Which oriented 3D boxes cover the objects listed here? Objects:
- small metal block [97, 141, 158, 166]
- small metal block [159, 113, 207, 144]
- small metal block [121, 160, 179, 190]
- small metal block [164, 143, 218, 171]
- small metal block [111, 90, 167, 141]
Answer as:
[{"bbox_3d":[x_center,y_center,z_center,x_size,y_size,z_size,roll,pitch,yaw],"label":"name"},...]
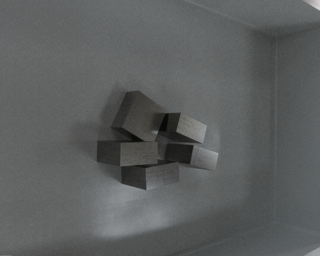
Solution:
[{"bbox_3d":[-0.038,0.028,0.358,0.050,0.050,0.025,1,90,-40],"label":"small metal block"},{"bbox_3d":[0.025,0.001,0.411,0.050,0.050,0.025,24,75,-38],"label":"small metal block"},{"bbox_3d":[-0.012,0.055,0.380,0.050,0.050,0.025,-5,94,-40],"label":"small metal block"},{"bbox_3d":[0.043,0.040,0.426,0.050,0.050,0.025,20,78,-38],"label":"small metal block"},{"bbox_3d":[-0.026,-0.011,0.385,0.050,0.025,0.050,34,69,-35],"label":"small metal block"}]
